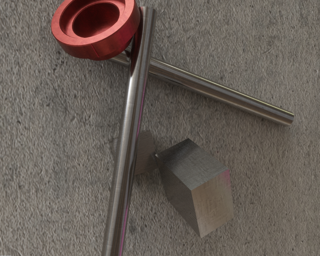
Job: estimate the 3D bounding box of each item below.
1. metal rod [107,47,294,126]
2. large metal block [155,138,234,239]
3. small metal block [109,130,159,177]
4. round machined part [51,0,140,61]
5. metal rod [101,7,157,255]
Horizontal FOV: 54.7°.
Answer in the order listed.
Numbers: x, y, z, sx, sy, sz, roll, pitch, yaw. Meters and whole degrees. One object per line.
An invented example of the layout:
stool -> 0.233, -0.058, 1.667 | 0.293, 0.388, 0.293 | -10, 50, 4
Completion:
metal rod -> 0.064, -0.057, 0.434 | 0.302, 0.025, 0.025 | 17, 84, -20
large metal block -> 0.043, 0.072, 0.383 | 0.050, 0.080, 0.080 | -26, 124, -18
small metal block -> -0.034, 0.033, 0.397 | 0.050, 0.025, 0.050 | -15, 95, -20
round machined part -> -0.070, -0.117, 0.356 | 0.098, 0.042, 0.098 | -6, 60, 12
metal rod -> -0.036, 0.006, 0.369 | 0.025, 0.025, 0.298 | 9, 88, -20
